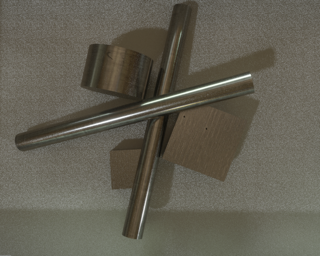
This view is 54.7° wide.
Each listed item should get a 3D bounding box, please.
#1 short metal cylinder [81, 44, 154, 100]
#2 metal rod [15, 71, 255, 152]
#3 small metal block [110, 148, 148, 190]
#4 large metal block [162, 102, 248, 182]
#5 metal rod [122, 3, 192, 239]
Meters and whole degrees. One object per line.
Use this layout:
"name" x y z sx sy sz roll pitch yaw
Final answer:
"short metal cylinder" -0.052 -0.066 0.383 0.080 0.080 0.050 12 90 -1
"metal rod" -0.041 -0.016 0.376 0.301 0.025 0.025 -14 90 13
"small metal block" -0.038 0.053 0.411 0.050 0.025 0.050 -3 90 -1
"large metal block" 0.054 0.014 0.400 0.080 0.050 0.080 21 90 -1
"metal rod" -0.002 -0.014 0.392 0.025 0.025 0.299 13 82 -1
